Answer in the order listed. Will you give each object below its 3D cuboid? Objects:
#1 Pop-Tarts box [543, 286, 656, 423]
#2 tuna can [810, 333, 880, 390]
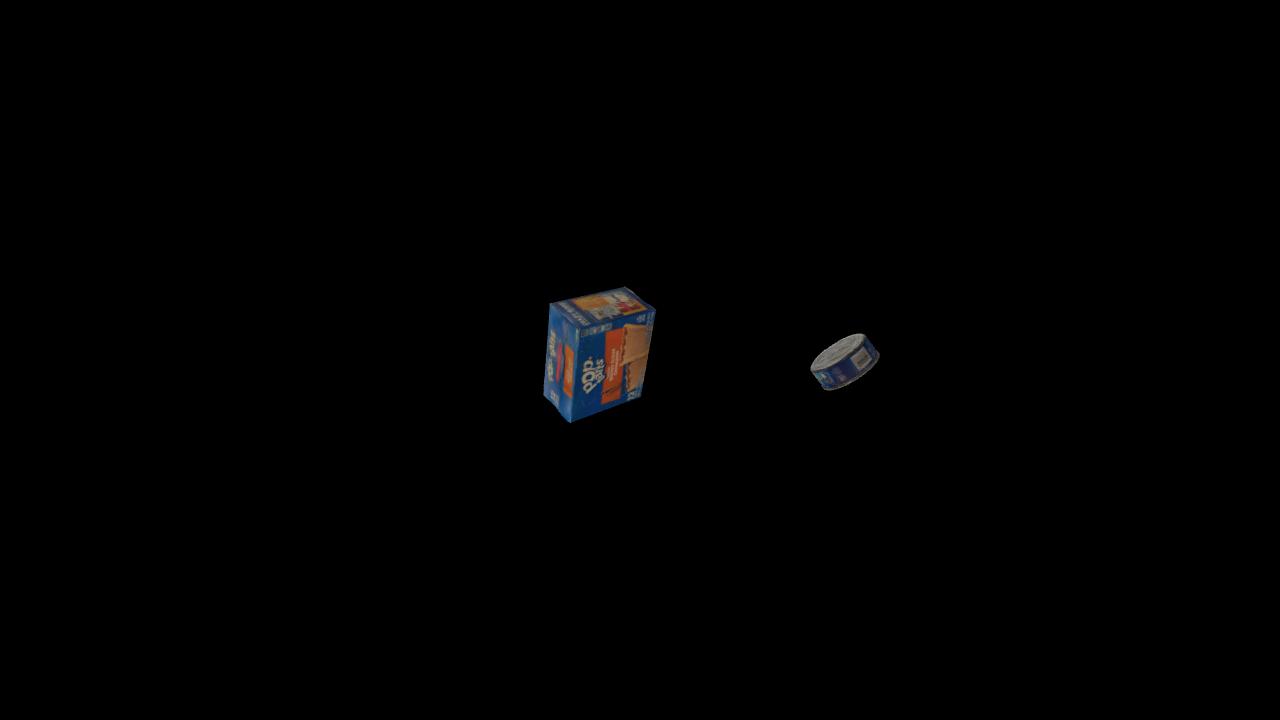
[{"bbox_3d":[-0.064,-0.010,0.939,0.141,0.167,0.083,-17,41,-36],"label":"Pop-Tarts box"},{"bbox_3d":[0.266,0.002,0.804,0.084,0.034,0.084,-37,6,5],"label":"tuna can"}]
